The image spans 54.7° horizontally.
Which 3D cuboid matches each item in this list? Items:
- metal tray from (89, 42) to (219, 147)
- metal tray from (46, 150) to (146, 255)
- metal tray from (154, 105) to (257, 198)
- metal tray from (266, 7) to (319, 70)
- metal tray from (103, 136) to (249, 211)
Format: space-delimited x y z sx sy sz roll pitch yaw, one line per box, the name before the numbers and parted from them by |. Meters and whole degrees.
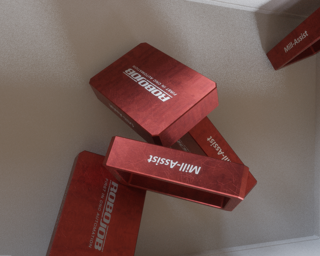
metal tray | -0.010 -0.042 0.357 0.090 0.130 0.030 -40 143 -16
metal tray | -0.069 0.101 0.362 0.091 0.030 0.130 19 65 -19
metal tray | 0.053 0.029 0.394 0.030 0.090 0.130 -44 104 -16
metal tray | 0.223 -0.133 0.435 0.091 0.130 0.030 -23 81 -18
metal tray | 0.017 0.050 0.319 0.131 0.090 0.030 12 70 10
